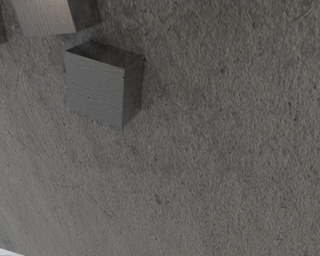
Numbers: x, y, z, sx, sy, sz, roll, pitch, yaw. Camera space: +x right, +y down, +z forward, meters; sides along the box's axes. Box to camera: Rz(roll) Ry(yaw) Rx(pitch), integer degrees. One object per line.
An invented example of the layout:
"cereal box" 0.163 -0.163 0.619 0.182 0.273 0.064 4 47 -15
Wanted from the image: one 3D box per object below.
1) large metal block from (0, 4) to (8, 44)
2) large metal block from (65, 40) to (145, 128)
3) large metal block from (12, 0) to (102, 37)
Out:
"large metal block" -0.272 -0.162 0.434 0.080 0.050 0.079 18 126 17
"large metal block" -0.069 -0.057 0.392 0.080 0.050 0.079 19 126 16
"large metal block" -0.125 -0.155 0.361 0.080 0.050 0.079 4 120 26
